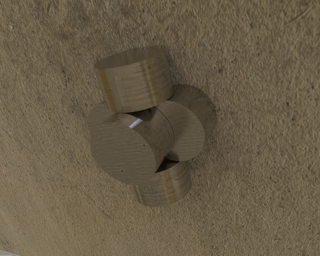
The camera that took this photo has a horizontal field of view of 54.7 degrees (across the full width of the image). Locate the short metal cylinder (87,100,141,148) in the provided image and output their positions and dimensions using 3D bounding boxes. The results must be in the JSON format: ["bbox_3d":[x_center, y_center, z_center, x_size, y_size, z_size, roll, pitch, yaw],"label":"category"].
[{"bbox_3d":[-0.048,-0.007,0.411,0.080,0.050,0.079,13,124,20],"label":"short metal cylinder"}]

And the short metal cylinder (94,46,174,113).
[{"bbox_3d":[-0.028,-0.057,0.351,0.080,0.080,0.050,0,118,28],"label":"short metal cylinder"}]

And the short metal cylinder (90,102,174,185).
[{"bbox_3d":[-0.031,0.017,0.352,0.080,0.050,0.079,13,124,20],"label":"short metal cylinder"}]

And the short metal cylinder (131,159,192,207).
[{"bbox_3d":[-0.002,0.058,0.408,0.080,0.080,0.050,0,119,27],"label":"short metal cylinder"}]

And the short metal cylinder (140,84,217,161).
[{"bbox_3d":[0.023,-0.007,0.374,0.080,0.050,0.079,13,124,20],"label":"short metal cylinder"}]
